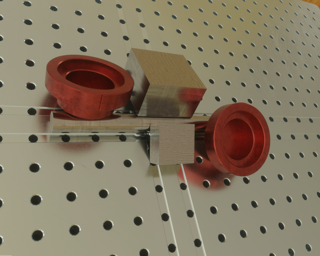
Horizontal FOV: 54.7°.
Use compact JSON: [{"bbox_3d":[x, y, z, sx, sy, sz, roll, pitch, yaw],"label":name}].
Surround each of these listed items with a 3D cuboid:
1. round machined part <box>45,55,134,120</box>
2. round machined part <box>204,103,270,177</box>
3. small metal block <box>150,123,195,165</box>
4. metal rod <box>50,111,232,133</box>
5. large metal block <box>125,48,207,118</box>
[{"bbox_3d":[-0.083,-0.046,0.364,0.099,0.042,0.098,14,31,-8],"label":"round machined part"},{"bbox_3d":[0.101,0.016,0.426,0.099,0.042,0.097,2,86,-28],"label":"round machined part"},{"bbox_3d":[0.016,0.019,0.392,0.050,0.025,0.050,1,90,-28],"label":"small metal block"},{"bbox_3d":[0.012,-0.006,0.419,0.303,0.025,0.025,0,62,-28],"label":"metal rod"},{"bbox_3d":[0.003,-0.060,0.415,0.081,0.050,0.080,1,43,-28],"label":"large metal block"}]
